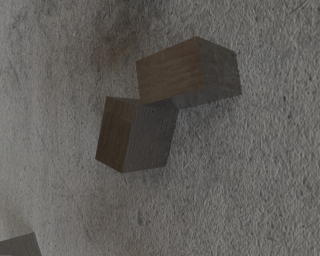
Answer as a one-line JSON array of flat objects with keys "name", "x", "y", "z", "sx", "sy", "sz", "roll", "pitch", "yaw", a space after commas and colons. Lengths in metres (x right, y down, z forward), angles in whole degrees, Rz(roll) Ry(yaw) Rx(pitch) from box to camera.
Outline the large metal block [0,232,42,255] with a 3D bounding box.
[{"name": "large metal block", "x": -0.282, "y": 0.260, "z": 0.602, "sx": 0.050, "sy": 0.081, "sz": 0.080, "roll": -42, "pitch": 65, "yaw": 32}]

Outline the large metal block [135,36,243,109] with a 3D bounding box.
[{"name": "large metal block", "x": 0.033, "y": -0.055, "z": 0.342, "sx": 0.080, "sy": 0.081, "sz": 0.050, "roll": -12, "pitch": 82, "yaw": 39}]

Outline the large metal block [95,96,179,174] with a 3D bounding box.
[{"name": "large metal block", "x": -0.028, "y": 0.007, "z": 0.392, "sx": 0.050, "sy": 0.081, "sz": 0.079, "roll": 20, "pitch": 103, "yaw": 38}]
